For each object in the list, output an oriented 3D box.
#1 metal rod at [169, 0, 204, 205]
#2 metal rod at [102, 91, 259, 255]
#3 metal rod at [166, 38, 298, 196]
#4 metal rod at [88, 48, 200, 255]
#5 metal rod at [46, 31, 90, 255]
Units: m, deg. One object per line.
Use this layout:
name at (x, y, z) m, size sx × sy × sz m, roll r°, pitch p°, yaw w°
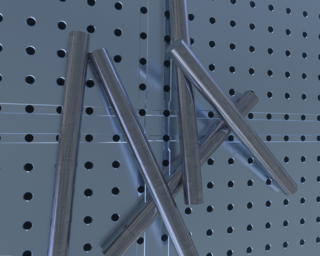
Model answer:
metal rod at (0.033, -0.052, 0.410) m, size 0.025 × 0.025 × 0.298 m, roll -2°, pitch 85°, yaw -20°
metal rod at (0.037, 0.058, 0.427) m, size 0.301 × 0.025 × 0.025 m, roll -46°, pitch 105°, yaw -14°
metal rod at (0.111, 0.000, 0.428) m, size 0.300 × 0.025 × 0.025 m, roll 46°, pitch 76°, yaw -25°
metal rod at (-0.017, 0.043, 0.387) m, size 0.025 × 0.025 × 0.299 m, roll -24°, pitch 91°, yaw -19°
metal rod at (-0.111, 0.034, 0.372) m, size 0.025 × 0.025 × 0.298 m, roll 6°, pitch 88°, yaw -20°
